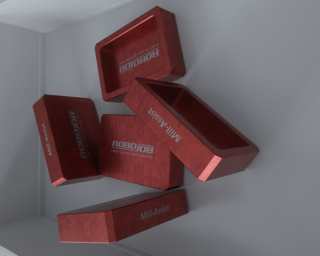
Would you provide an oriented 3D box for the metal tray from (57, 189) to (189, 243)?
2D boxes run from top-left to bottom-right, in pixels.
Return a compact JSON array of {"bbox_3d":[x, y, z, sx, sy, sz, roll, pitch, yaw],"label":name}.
[{"bbox_3d":[-0.039,0.101,0.365,0.090,0.131,0.030,-16,81,38],"label":"metal tray"}]

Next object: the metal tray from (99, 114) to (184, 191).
[{"bbox_3d":[-0.028,0.028,0.421,0.130,0.030,0.089,5,93,39],"label":"metal tray"}]

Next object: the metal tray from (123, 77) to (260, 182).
[{"bbox_3d":[0.033,-0.004,0.333,0.130,0.091,0.030,45,118,30],"label":"metal tray"}]

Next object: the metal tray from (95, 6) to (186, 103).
[{"bbox_3d":[-0.032,-0.095,0.426,0.130,0.030,0.090,-17,79,38],"label":"metal tray"}]

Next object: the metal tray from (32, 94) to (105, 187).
[{"bbox_3d":[-0.129,0.016,0.466,0.030,0.091,0.129,-30,72,35],"label":"metal tray"}]
